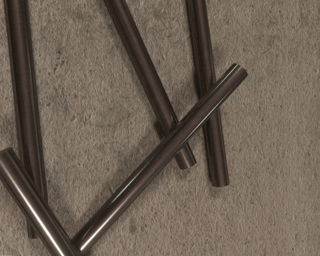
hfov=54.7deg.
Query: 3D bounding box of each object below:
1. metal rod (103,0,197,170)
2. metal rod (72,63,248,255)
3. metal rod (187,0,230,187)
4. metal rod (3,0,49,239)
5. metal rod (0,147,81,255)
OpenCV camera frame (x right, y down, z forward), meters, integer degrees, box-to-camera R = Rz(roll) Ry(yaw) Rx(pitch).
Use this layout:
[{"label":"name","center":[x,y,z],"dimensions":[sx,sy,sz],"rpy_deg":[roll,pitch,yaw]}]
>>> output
[{"label":"metal rod","center":[-0.022,-0.083,0.401],"dimensions":[0.025,0.025,0.299],"rpy_deg":[-27,99,-18]},{"label":"metal rod","center":[0.003,0.034,0.388],"dimensions":[0.025,0.025,0.300],"rpy_deg":[44,84,-15]},{"label":"metal rod","center":[0.066,-0.066,0.434],"dimensions":[0.025,0.025,0.298],"rpy_deg":[-9,93,-20]},{"label":"metal rod","center":[-0.152,-0.025,0.353],"dimensions":[0.025,0.025,0.298],"rpy_deg":[-6,92,-20]},{"label":"metal rod","center":[-0.101,0.155,0.353],"dimensions":[0.025,0.025,0.299],"rpy_deg":[-31,107,-18]}]
